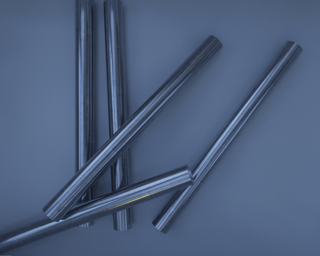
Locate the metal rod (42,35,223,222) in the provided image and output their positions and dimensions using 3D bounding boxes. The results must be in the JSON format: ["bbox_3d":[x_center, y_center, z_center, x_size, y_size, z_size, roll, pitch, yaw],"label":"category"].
[{"bbox_3d":[-0.028,-0.006,0.389,0.025,0.025,0.300,43,81,0],"label":"metal rod"}]

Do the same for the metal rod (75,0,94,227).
[{"bbox_3d":[-0.100,-0.022,0.410,0.025,0.025,0.298,0,90,0],"label":"metal rod"}]

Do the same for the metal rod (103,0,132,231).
[{"bbox_3d":[-0.056,-0.017,0.410,0.025,0.025,0.298,-2,90,0],"label":"metal rod"}]

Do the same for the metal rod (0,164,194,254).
[{"bbox_3d":[-0.103,0.109,0.384,0.301,0.025,0.025,-22,90,9],"label":"metal rod"}]

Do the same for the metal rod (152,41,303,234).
[{"bbox_3d":[0.089,0.012,0.411,0.025,0.025,0.299,37,90,0],"label":"metal rod"}]
